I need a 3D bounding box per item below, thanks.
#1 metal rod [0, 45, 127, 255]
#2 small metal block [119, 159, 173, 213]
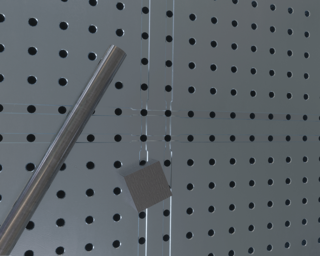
[{"bbox_3d":[-0.123,0.032,0.367,0.025,0.025,0.299,31,80,-18],"label":"metal rod"},{"bbox_3d":[-0.018,0.075,0.406,0.050,0.025,0.050,-23,98,-19],"label":"small metal block"}]
